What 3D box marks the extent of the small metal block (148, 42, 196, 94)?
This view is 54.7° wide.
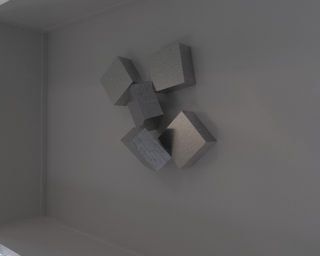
[{"bbox_3d":[0.015,-0.074,0.395,0.050,0.025,0.050,-13,82,39],"label":"small metal block"}]

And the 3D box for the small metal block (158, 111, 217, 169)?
[{"bbox_3d":[0.033,0.014,0.380,0.050,0.025,0.050,-50,61,28],"label":"small metal block"}]

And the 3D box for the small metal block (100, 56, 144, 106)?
[{"bbox_3d":[-0.056,-0.068,0.453,0.050,0.025,0.050,-45,63,30],"label":"small metal block"}]

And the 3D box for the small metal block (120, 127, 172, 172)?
[{"bbox_3d":[-0.019,0.026,0.393,0.050,0.025,0.050,49,166,-14],"label":"small metal block"}]

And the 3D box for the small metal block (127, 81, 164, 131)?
[{"bbox_3d":[-0.021,-0.026,0.409,0.050,0.025,0.050,118,132,-64],"label":"small metal block"}]
